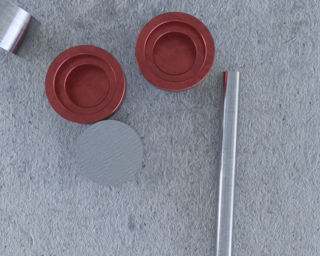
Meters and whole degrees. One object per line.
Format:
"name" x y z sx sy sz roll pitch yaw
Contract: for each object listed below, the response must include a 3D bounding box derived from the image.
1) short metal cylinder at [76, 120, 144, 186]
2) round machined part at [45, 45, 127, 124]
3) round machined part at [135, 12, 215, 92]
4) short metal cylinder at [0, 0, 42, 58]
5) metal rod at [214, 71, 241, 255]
"short metal cylinder" -0.061 0.030 0.397 0.081 0.050 0.079 0 90 -1
"round machined part" -0.091 -0.053 0.399 0.099 0.042 0.097 0 88 1
"round machined part" 0.019 -0.095 0.402 0.099 0.042 0.097 0 90 -1
"short metal cylinder" -0.196 -0.129 0.380 0.080 0.080 0.050 29 90 -1
"metal rod" 0.088 0.076 0.411 0.025 0.025 0.298 3 90 -1
